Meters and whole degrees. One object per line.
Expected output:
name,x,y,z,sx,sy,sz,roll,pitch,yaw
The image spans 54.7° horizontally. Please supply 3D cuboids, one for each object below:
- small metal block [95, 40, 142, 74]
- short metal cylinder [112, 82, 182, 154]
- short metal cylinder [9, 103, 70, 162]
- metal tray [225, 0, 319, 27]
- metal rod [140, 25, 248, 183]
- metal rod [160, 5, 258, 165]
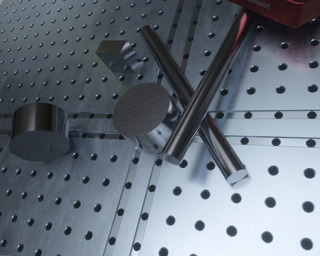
small metal block,-0.065,-0.113,0.494,0.050,0.050,0.025,9,67,32
short metal cylinder,-0.014,-0.012,0.406,0.080,0.050,0.080,-13,57,21
short metal cylinder,-0.176,0.007,0.459,0.080,0.080,0.050,-24,53,13
metal tray,0.159,-0.183,0.412,0.091,0.030,0.130,-29,48,-21
metal rod,0.030,-0.054,0.424,0.025,0.025,0.300,-32,52,7
metal rod,0.080,-0.085,0.396,0.025,0.025,0.300,14,62,33
